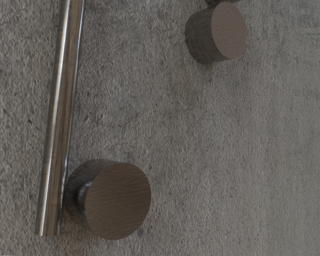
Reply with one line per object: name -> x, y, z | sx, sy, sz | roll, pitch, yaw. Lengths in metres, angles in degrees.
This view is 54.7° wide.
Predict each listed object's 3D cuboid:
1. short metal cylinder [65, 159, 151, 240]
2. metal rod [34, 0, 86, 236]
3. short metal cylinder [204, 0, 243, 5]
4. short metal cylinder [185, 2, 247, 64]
short metal cylinder -> -0.057, 0.076, 0.341 | 0.081, 0.050, 0.079 | 0, 90, -40
metal rod -> -0.099, -0.043, 0.321 | 0.025, 0.025, 0.298 | 9, 85, -40
short metal cylinder -> 0.102, -0.231, 0.473 | 0.081, 0.050, 0.079 | 0, 90, -40
short metal cylinder -> 0.083, -0.138, 0.458 | 0.081, 0.050, 0.079 | 0, 90, -40
